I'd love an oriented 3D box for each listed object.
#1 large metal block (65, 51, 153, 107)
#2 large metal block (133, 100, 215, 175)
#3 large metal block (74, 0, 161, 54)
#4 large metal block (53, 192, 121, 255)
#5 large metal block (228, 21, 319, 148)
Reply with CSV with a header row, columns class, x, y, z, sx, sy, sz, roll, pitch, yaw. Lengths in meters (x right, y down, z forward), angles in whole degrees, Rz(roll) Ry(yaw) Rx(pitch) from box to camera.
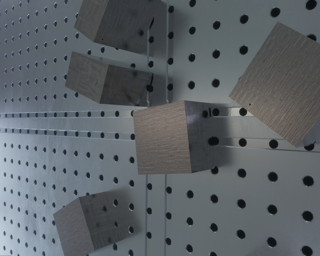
class,x,y,z,sx,sy,sz,roll,pitch,yaw
large metal block,-0.071,-0.068,0.434,0.080,0.081,0.050,26,107,37
large metal block,0.016,0.014,0.381,0.080,0.050,0.080,-9,84,39
large metal block,-0.058,-0.156,0.422,0.050,0.081,0.080,41,115,32
large metal block,-0.118,0.157,0.492,0.080,0.050,0.080,-35,68,34
large metal block,0.127,-0.039,0.289,0.080,0.050,0.080,45,117,31
